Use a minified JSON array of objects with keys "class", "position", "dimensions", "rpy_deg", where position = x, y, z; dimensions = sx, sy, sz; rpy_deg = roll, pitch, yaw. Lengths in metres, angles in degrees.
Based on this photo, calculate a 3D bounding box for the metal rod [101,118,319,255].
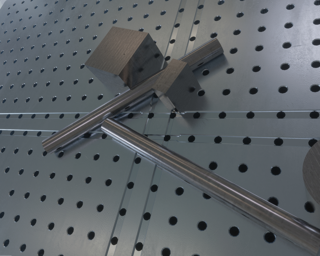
[{"class":"metal rod","position":[0.033,0.050,0.360],"dimensions":[0.300,0.025,0.025],"rpy_deg":[26,76,37]}]

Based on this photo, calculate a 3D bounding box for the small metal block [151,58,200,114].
[{"class":"small metal block","position":[0.022,-0.056,0.415],"dimensions":[0.025,0.050,0.050],"rpy_deg":[27,76,37]}]

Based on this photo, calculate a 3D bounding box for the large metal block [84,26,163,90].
[{"class":"large metal block","position":[-0.057,-0.108,0.489],"dimensions":[0.080,0.050,0.080],"rpy_deg":[23,74,36]}]

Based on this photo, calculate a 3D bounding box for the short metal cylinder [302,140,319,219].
[{"class":"short metal cylinder","position":[0.171,0.048,0.273],"dimensions":[0.080,0.050,0.080],"rpy_deg":[-13,56,21]}]

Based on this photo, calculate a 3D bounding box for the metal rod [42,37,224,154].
[{"class":"metal rod","position":[-0.045,-0.044,0.458],"dimensions":[0.300,0.025,0.025],"rpy_deg":[-30,52,9]}]
